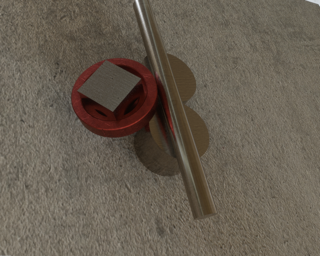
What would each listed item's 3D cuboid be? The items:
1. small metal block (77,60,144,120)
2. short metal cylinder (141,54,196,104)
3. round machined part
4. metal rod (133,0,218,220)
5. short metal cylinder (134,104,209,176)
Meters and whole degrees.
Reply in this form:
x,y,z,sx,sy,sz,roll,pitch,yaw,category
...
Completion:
x,y,z,sx,sy,sz,roll,pitch,yaw,category
-0.055,-0.042,0.349,0.050,0.025,0.050,30,69,18,small metal block
0.002,-0.057,0.425,0.081,0.050,0.080,14,56,-21,short metal cylinder
-0.051,-0.032,0.370,0.099,0.042,0.098,-2,63,3,round machined part
0.010,-0.042,0.373,0.025,0.025,0.299,-1,62,-29,metal rod
0.014,0.014,0.388,0.081,0.050,0.080,14,55,-20,short metal cylinder
